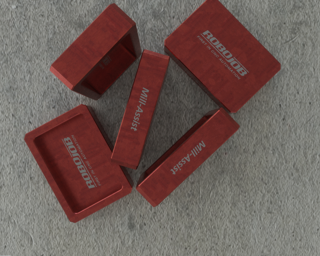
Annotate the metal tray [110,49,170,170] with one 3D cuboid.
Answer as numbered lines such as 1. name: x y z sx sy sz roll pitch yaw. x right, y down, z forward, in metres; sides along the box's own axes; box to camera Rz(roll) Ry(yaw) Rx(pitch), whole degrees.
1. metal tray: -0.022 -0.021 0.378 0.030 0.090 0.129 17 90 0

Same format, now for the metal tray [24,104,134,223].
1. metal tray: -0.104 0.045 0.407 0.090 0.030 0.130 -29 90 -1

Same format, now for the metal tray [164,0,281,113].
1. metal tray: 0.080 -0.094 0.410 0.090 0.030 0.130 -44 91 0

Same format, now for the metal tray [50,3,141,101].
1. metal tray: -0.065 -0.079 0.358 0.030 0.130 0.090 44 90 -1

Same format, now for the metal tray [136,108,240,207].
1. metal tray: 0.030 0.032 0.379 0.130 0.090 0.030 -43 90 0
